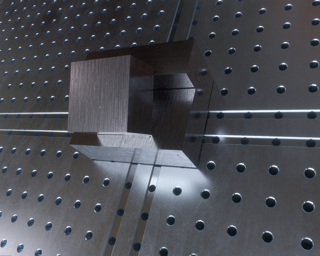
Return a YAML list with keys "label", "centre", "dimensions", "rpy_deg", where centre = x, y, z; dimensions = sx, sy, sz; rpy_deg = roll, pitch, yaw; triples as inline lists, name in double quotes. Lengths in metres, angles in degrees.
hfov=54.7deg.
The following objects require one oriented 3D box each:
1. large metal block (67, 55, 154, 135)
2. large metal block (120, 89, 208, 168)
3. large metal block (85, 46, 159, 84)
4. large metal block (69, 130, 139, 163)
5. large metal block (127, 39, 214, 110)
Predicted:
- label: "large metal block"
  centre: [-0.056, -0.034, 0.355]
  dimensions: [0.080, 0.050, 0.080]
  rpy_deg: [0, 86, 28]
- label: "large metal block"
  centre: [0.007, 0.000, 0.384]
  dimensions: [0.080, 0.050, 0.080]
  rpy_deg: [1, 62, 28]
- label: "large metal block"
  centre: [-0.055, -0.066, 0.439]
  dimensions: [0.080, 0.080, 0.050]
  rpy_deg: [1, 62, 28]
- label: "large metal block"
  centre: [-0.064, -0.001, 0.422]
  dimensions: [0.080, 0.050, 0.080]
  rpy_deg: [1, 62, 28]
- label: "large metal block"
  centre: [0.016, -0.064, 0.402]
  dimensions: [0.080, 0.080, 0.050]
  rpy_deg: [1, 62, 28]
